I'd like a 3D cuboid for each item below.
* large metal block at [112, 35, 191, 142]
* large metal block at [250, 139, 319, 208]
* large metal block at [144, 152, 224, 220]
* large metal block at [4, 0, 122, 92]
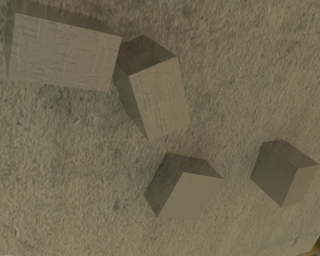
[{"bbox_3d":[-0.015,-0.045,0.337,0.050,0.080,0.080,-25,128,-13],"label":"large metal block"},{"bbox_3d":[0.213,0.077,0.538,0.050,0.080,0.079,-6,121,-26],"label":"large metal block"},{"bbox_3d":[0.035,0.089,0.467,0.081,0.050,0.080,15,110,-35],"label":"large metal block"},{"bbox_3d":[-0.090,-0.075,0.276,0.081,0.080,0.050,4,117,-31],"label":"large metal block"}]
